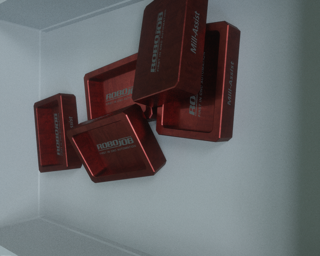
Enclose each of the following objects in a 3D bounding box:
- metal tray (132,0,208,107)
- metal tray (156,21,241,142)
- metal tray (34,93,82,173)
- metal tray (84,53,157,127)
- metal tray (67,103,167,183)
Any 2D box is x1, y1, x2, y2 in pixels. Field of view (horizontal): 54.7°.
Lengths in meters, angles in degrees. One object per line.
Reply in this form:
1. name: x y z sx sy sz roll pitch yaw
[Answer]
1. metal tray: 0.010 -0.096 0.360 0.090 0.030 0.129 -11 69 53
2. metal tray: 0.042 -0.053 0.366 0.090 0.030 0.129 6 94 39
3. metal tray: -0.183 0.011 0.551 0.090 0.030 0.129 -11 83 39
4. metal tray: -0.055 -0.048 0.446 0.130 0.030 0.089 -11 83 39
5. metal tray: -0.064 0.026 0.428 0.130 0.030 0.090 -15 106 40
